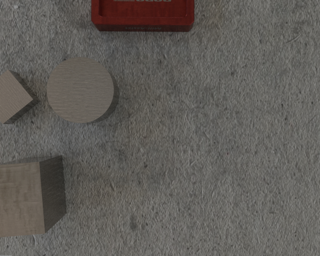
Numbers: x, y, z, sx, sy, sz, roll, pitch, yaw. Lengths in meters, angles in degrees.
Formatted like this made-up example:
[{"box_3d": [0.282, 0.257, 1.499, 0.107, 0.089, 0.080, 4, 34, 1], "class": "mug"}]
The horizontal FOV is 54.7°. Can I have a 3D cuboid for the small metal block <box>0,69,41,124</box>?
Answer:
[{"box_3d": [-0.198, -0.040, 0.408, 0.050, 0.025, 0.050, -39, 90, 0], "class": "small metal block"}]

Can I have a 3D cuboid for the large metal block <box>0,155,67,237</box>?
[{"box_3d": [-0.155, 0.079, 0.381, 0.050, 0.080, 0.080, -5, 90, 0], "class": "large metal block"}]

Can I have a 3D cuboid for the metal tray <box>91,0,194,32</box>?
[{"box_3d": [-0.022, -0.176, 0.406, 0.131, 0.030, 0.089, 0, 90, 0], "class": "metal tray"}]

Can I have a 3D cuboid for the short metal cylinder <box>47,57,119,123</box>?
[{"box_3d": [-0.096, -0.046, 0.397, 0.081, 0.050, 0.079, 0, 90, 0], "class": "short metal cylinder"}]
